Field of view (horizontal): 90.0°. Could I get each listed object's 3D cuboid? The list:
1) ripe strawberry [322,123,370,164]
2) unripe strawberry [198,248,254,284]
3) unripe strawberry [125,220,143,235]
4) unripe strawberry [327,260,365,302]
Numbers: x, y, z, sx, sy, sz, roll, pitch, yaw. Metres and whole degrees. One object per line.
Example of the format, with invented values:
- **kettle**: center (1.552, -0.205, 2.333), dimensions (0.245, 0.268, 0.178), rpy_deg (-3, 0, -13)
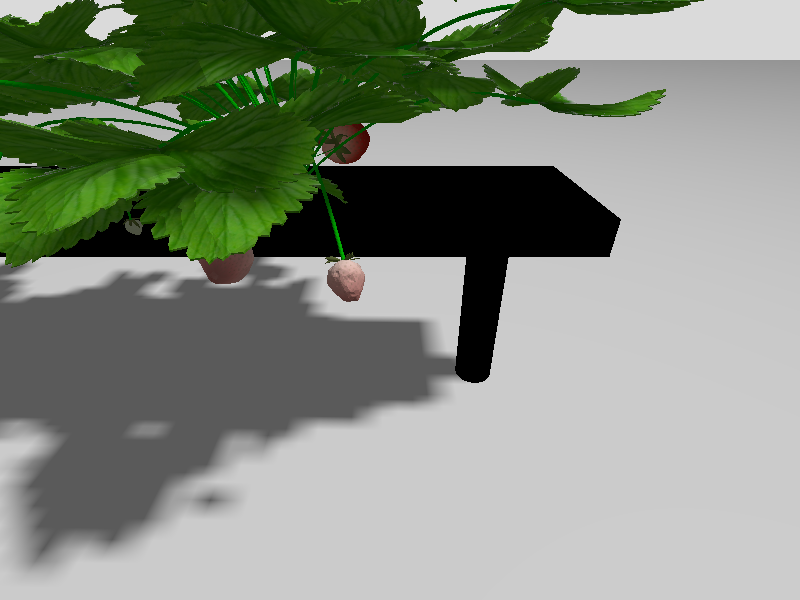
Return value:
- **ripe strawberry**: center (-0.054, -0.163, 0.406), dimensions (0.051, 0.045, 0.046), rpy_deg (14, 34, 20)
- **unripe strawberry**: center (-0.088, -0.019, 0.201), dimensions (0.026, 0.028, 0.029), rpy_deg (0, 36, -1)
- **unripe strawberry**: center (-0.170, -0.046, 0.256), dimensions (0.011, 0.010, 0.010), rpy_deg (21, 38, 30)
- **unripe strawberry**: center (-0.025, -0.009, 0.189), dimensions (0.018, 0.020, 0.021), rpy_deg (-11, -1, -16)
